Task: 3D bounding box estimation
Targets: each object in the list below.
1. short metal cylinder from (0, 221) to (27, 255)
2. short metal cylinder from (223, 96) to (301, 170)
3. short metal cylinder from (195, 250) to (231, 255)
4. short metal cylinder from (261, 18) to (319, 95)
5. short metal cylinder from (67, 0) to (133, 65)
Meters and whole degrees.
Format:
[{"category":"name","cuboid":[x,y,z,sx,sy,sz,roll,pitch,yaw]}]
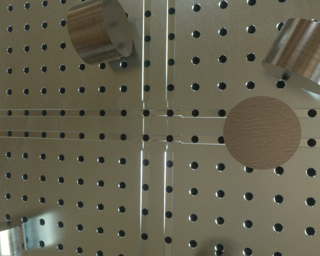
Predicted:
[{"category":"short metal cylinder","cuboid":[-0.247,0.177,0.471,0.080,0.080,0.050,-9,87,20]},{"category":"short metal cylinder","cuboid":[0.117,0.005,0.358,0.080,0.050,0.079,0,90,20]},{"category":"short metal cylinder","cuboid":[0.064,0.198,0.377,0.080,0.050,0.079,0,90,20]},{"category":"short metal cylinder","cuboid":[0.157,-0.073,0.328,0.080,0.080,0.050,30,100,17]},{"category":"short metal cylinder","cuboid":[-0.077,-0.128,0.410,0.050,0.080,0.080,-10,87,20]}]
